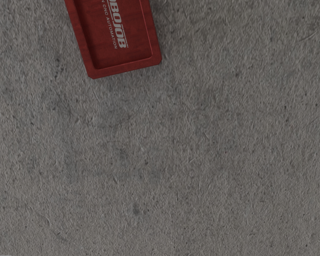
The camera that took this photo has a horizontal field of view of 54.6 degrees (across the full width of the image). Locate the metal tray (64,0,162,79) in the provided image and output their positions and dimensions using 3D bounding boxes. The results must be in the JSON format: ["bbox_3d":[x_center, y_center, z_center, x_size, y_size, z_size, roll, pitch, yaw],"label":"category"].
[{"bbox_3d":[-0.055,-0.130,0.358,0.090,0.030,0.129,-12,110,4],"label":"metal tray"}]
